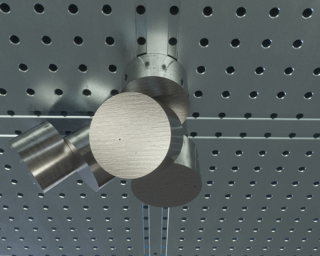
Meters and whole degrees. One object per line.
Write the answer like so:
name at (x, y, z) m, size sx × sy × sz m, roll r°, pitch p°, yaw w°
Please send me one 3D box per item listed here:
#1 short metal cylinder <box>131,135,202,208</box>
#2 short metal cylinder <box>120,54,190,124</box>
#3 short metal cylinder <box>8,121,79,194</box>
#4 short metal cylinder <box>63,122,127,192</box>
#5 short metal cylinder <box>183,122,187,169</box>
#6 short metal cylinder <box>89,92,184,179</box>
short metal cylinder at (0.007, 0.051, 0.370) m, size 0.081 × 0.050 × 0.079 m, roll 0°, pitch 130°, yaw 0°
short metal cylinder at (-0.007, -0.039, 0.361) m, size 0.081 × 0.050 × 0.079 m, roll 0°, pitch 130°, yaw 0°
short metal cylinder at (-0.149, 0.037, 0.397) m, size 0.050 × 0.080 × 0.080 m, roll -35°, pitch 136°, yaw -27°
short metal cylinder at (-0.080, 0.033, 0.394) m, size 0.050 × 0.080 × 0.080 m, roll -34°, pitch 136°, yaw -27°
short metal cylinder at (-0.002, 0.022, 0.413) m, size 0.081 × 0.050 × 0.079 m, roll 0°, pitch 130°, yaw 0°
short metal cylinder at (-0.022, 0.008, 0.307) m, size 0.080 × 0.080 × 0.050 m, roll -19°, pitch 171°, yaw 15°
